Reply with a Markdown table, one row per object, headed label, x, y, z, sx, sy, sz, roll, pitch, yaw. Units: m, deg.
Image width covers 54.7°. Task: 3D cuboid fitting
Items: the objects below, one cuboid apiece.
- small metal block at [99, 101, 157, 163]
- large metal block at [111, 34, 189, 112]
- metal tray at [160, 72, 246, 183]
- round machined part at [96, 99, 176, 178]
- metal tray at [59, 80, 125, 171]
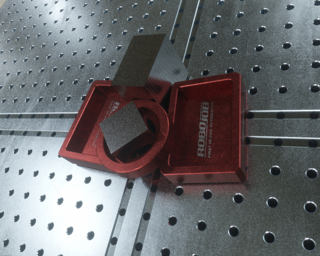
| label | x | y | z | sx | sy | sz | roll | pitch | yaw |
| --- | --- | --- | --- | --- | --- | --- | --- | --- | --- |
| small metal block | -0.038 | 0.004 | 0.367 | 0.050 | 0.025 | 0.050 | -34 | 51 | 6 |
| large metal block | -0.010 | -0.066 | 0.414 | 0.050 | 0.080 | 0.080 | 7 | 65 | 31 |
| metal tray | 0.054 | -0.001 | 0.372 | 0.090 | 0.030 | 0.130 | -6 | 59 | 25 |
| round machined part | -0.026 | 0.016 | 0.384 | 0.098 | 0.042 | 0.098 | -13 | 56 | 21 |
| metal tray | -0.079 | -0.007 | 0.446 | 0.090 | 0.030 | 0.130 | 7 | 65 | 31 |
